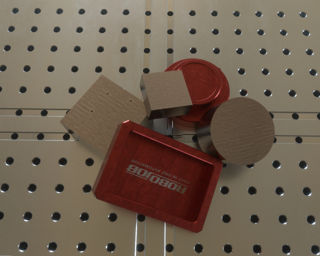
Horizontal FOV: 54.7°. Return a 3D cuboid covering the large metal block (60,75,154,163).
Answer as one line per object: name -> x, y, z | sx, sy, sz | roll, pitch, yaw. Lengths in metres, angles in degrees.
large metal block -> -0.065, -0.008, 0.401 | 0.080, 0.050, 0.080 | 34, 73, 11

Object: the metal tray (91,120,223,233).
metal tray -> 0.000, 0.057, 0.358 | 0.131, 0.030, 0.090 | 24, 77, -15

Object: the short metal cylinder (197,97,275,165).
short metal cylinder -> 0.092, 0.006, 0.385 | 0.081, 0.050, 0.080 | 1, 84, -11

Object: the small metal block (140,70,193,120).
small metal block -> 0.006, -0.041, 0.377 | 0.050, 0.025, 0.050 | -9, 67, -15

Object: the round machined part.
round machined part -> 0.046, -0.054, 0.422 | 0.099, 0.042, 0.098 | 0, 70, 0
